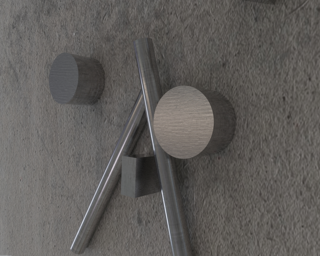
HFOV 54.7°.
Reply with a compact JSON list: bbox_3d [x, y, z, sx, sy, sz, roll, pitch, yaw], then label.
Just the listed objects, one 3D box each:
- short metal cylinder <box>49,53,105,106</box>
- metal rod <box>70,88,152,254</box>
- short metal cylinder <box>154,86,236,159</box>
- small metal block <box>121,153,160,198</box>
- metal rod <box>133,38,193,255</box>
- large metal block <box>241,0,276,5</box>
[{"bbox_3d":[-0.135,-0.077,0.500,0.080,0.050,0.080,0,90,40],"label":"short metal cylinder"},{"bbox_3d":[-0.075,0.076,0.467,0.025,0.025,0.298,40,114,32],"label":"metal rod"},{"bbox_3d":[0.039,-0.006,0.356,0.080,0.050,0.080,0,90,40],"label":"short metal cylinder"},{"bbox_3d":[-0.024,0.061,0.408,0.025,0.050,0.050,4,92,40],"label":"small metal block"},{"bbox_3d":[0.005,0.036,0.387,0.025,0.025,0.298,-13,86,39],"label":"metal rod"},{"bbox_3d":[0.087,-0.174,0.297,0.050,0.081,0.079,28,107,36],"label":"large metal block"}]
